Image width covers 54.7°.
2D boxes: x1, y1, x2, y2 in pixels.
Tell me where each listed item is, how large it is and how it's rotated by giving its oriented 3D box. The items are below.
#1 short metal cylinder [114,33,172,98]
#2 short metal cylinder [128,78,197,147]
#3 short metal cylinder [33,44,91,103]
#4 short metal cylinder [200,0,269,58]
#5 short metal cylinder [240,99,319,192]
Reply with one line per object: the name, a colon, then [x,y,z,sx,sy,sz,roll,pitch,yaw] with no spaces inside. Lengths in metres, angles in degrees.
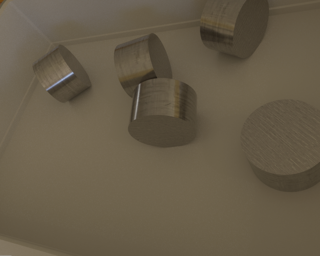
short metal cylinder: [-0.021,-0.085,0.432,0.050,0.080,0.080,-13,56,21]
short metal cylinder: [0.004,-0.016,0.377,0.080,0.080,0.050,-9,58,23]
short metal cylinder: [-0.158,-0.088,0.505,0.050,0.080,0.080,-33,52,7]
short metal cylinder: [0.097,-0.136,0.402,0.050,0.080,0.080,28,77,37]
short metal cylinder: [0.127,0.018,0.312,0.080,0.050,0.080,-13,56,20]
